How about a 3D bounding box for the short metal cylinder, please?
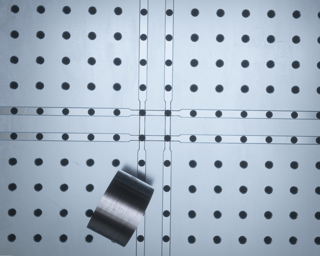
[{"bbox_3d":[-0.048,0.098,0.385,0.050,0.080,0.080,28,90,0],"label":"short metal cylinder"}]
